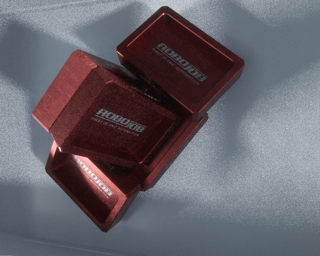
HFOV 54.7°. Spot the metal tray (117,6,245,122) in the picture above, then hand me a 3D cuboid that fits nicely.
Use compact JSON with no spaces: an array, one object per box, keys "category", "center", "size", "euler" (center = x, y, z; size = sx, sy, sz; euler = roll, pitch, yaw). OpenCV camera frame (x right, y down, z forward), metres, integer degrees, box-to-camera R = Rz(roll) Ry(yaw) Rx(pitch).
[{"category":"metal tray","center":[0.024,-0.081,0.379],"size":[0.130,0.030,0.090],"euler":[41,77,15]}]

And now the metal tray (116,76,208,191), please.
[{"category":"metal tray","center":[-0.011,0.006,0.409],"size":[0.090,0.030,0.130],"euler":[41,102,15]}]

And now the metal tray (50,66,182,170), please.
[{"category":"metal tray","center":[-0.044,-0.004,0.355],"size":[0.090,0.131,0.030],"euler":[-52,51,12]}]

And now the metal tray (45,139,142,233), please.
[{"category":"metal tray","center":[-0.095,0.067,0.420],"size":[0.130,0.030,0.089],"euler":[41,127,14]}]

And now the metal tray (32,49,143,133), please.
[{"category":"metal tray","center":[-0.079,-0.037,0.379],"size":[0.030,0.130,0.090],"euler":[42,103,15]}]
